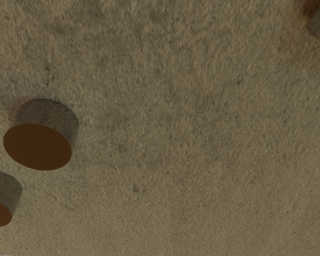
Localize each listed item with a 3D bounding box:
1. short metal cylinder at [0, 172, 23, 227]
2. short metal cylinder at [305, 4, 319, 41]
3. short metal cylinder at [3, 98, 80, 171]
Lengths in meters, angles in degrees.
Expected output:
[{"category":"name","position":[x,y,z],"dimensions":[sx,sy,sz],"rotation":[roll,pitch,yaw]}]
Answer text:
[{"category":"short metal cylinder","position":[-0.264,0.111,0.481],"dimensions":[0.081,0.050,0.079],"rotation":[0,130,0]},{"category":"short metal cylinder","position":[0.188,-0.099,0.290],"dimensions":[0.081,0.080,0.050],"rotation":[16,128,-14]},{"category":"short metal cylinder","position":[-0.149,0.009,0.396],"dimensions":[0.081,0.050,0.079],"rotation":[0,130,0]}]
